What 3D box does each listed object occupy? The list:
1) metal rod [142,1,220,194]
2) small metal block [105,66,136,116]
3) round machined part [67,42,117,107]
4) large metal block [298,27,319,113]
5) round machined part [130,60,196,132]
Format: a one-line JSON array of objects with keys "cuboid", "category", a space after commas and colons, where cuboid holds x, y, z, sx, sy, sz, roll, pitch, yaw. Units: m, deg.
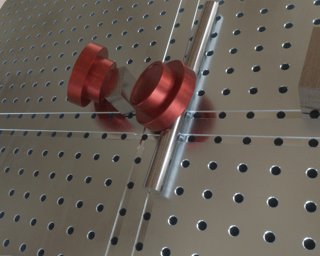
[{"cuboid": [0.035, -0.057, 0.424, 0.025, 0.025, 0.300, 5, 64, 30], "category": "metal rod"}, {"cuboid": [-0.052, -0.053, 0.452, 0.025, 0.050, 0.050, -10, 58, 23], "category": "small metal block"}, {"cuboid": [-0.098, -0.076, 0.471, 0.042, 0.098, 0.098, 22, 70, 0], "category": "round machined part"}, {"cuboid": [0.198, -0.059, 0.324, 0.080, 0.050, 0.080, 10, 66, 32], "category": "large metal block"}, {"cuboid": [-0.003, -0.048, 0.403, 0.098, 0.042, 0.098, -39, 34, 33], "category": "round machined part"}]
